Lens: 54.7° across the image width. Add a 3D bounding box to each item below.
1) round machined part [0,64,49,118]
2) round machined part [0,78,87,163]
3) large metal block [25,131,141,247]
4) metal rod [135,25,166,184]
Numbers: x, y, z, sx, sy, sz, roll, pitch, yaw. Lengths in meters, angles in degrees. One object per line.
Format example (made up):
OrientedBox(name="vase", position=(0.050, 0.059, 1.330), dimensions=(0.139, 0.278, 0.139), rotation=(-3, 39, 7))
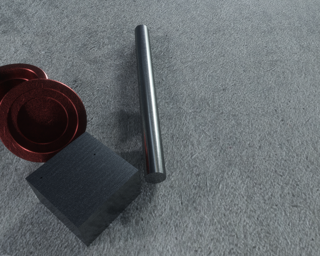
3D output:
OrientedBox(name="round machined part", position=(-0.199, -0.042, 0.425), dimensions=(0.099, 0.042, 0.098), rotation=(0, 50, 0))
OrientedBox(name="round machined part", position=(-0.143, -0.010, 0.375), dimensions=(0.099, 0.098, 0.042), rotation=(-27, 16, -21))
OrientedBox(name="large metal block", position=(-0.079, 0.063, 0.333), dimensions=(0.080, 0.050, 0.080), rotation=(33, 57, 24))
OrientedBox(name="metal rod", position=(-0.019, -0.057, 0.450), dimensions=(0.025, 0.025, 0.300), rotation=(-4, 50, -4))
